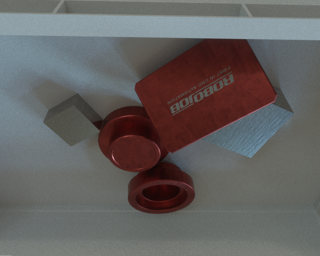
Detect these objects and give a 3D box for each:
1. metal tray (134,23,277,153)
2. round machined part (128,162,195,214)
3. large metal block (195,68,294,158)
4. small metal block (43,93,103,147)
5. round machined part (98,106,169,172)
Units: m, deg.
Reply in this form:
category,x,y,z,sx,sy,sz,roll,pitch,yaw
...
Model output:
category,x,y,z,sx,sy,sz,roll,pitch,yaw
metal tray,0.047,-0.040,0.340,0.130,0.030,0.090,-29,86,22
round machined part,0.001,0.088,0.467,0.099,0.042,0.097,-3,138,-3
large metal block,0.097,-0.018,0.379,0.080,0.050,0.079,20,127,-17
small metal block,-0.111,-0.009,0.400,0.050,0.025,0.050,-26,126,20
round machined part,-0.034,0.022,0.416,0.099,0.042,0.097,-1,130,0
